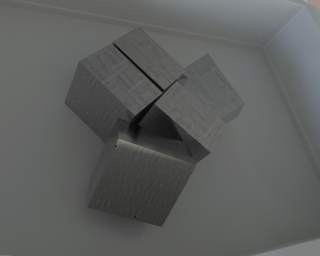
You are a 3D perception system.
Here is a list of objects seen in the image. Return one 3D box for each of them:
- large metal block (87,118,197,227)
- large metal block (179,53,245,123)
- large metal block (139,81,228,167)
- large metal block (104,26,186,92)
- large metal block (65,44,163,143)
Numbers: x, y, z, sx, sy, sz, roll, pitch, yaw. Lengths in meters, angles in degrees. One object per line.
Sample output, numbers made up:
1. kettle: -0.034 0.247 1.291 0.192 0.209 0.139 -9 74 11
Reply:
1. large metal block: -0.021 0.046 0.322 0.080 0.079 0.050 20 19 -17
2. large metal block: 0.067 -0.043 0.424 0.050 0.080 0.080 -33 77 3
3. large metal block: 0.020 0.004 0.378 0.080 0.080 0.050 41 51 -1
4. large metal block: -0.027 -0.065 0.394 0.080 0.080 0.050 44 51 1
5. large metal block: -0.057 -0.035 0.361 0.080 0.080 0.050 44 51 2
